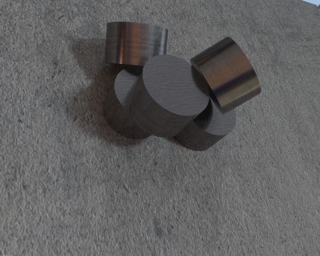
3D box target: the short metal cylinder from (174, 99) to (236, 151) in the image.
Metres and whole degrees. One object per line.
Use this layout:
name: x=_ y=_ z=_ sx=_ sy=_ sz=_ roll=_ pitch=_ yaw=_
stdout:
short metal cylinder: x=0.057 y=-0.014 z=0.430 sx=0.081 sy=0.050 sz=0.080 roll=14 pitch=56 yaw=-21

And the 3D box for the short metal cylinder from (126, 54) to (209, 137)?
short metal cylinder: x=0.008 y=-0.036 z=0.352 sx=0.081 sy=0.050 sz=0.080 roll=14 pitch=56 yaw=-21

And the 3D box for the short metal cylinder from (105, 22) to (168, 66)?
short metal cylinder: x=-0.032 y=-0.108 z=0.412 sx=0.081 sy=0.080 sz=0.050 roll=0 pitch=101 yaw=-29

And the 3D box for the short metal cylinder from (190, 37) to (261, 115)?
short metal cylinder: x=0.079 y=-0.063 z=0.380 sx=0.050 sy=0.080 sz=0.080 roll=-31 pitch=75 yaw=6

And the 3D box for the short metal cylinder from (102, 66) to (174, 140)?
short metal cylinder: x=-0.027 y=-0.032 z=0.395 sx=0.081 sy=0.050 sz=0.080 roll=14 pitch=56 yaw=-21
